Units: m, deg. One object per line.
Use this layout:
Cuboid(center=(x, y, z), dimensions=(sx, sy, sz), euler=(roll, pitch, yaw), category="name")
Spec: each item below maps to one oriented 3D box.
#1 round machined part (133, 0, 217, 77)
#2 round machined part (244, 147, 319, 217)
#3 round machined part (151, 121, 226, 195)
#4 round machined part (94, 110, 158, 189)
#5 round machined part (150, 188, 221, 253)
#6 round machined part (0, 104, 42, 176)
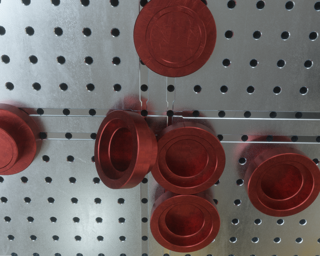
Cuboid(center=(0.018, -0.108, 0.365), dimensions=(0.099, 0.042, 0.097), euler=(0, 110, 0), category="round machined part")
Cuboid(center=(0.166, 0.071, 0.431), dimensions=(0.099, 0.042, 0.097), euler=(0, 110, 0), category="round machined part")
Cuboid(center=(0.035, 0.037, 0.418), dimensions=(0.099, 0.042, 0.097), euler=(0, 110, 0), category="round machined part")
Cuboid(center=(-0.040, 0.027, 0.395), dimensions=(0.042, 0.098, 0.097), euler=(7, 115, -41), category="round machined part")
Cuboid(center=(0.035, 0.128, 0.452), dimensions=(0.099, 0.042, 0.097), euler=(0, 110, 0), category="round machined part")
Cuboid(center=(-0.214, 0.020, 0.410), dimensions=(0.099, 0.042, 0.097), euler=(0, 110, 0), category="round machined part")
